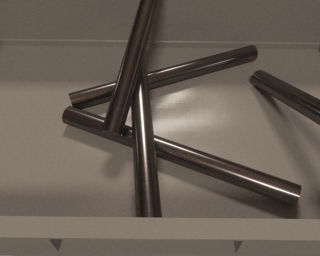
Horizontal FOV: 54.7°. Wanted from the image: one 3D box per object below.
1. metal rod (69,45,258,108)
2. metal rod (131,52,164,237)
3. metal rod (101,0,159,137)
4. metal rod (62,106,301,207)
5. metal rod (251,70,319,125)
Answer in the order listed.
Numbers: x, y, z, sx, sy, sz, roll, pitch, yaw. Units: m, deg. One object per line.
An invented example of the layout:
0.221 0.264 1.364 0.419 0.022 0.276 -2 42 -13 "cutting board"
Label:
0.015 -0.081 0.472 0.302 0.025 0.025 -18 53 -15 "metal rod"
-0.023 -0.018 0.385 0.025 0.025 0.300 -4 50 -4 "metal rod"
-0.024 -0.133 0.412 0.025 0.025 0.299 11 74 9 "metal rod"
0.014 0.029 0.380 0.301 0.025 0.025 19 52 14 "metal rod"
0.188 -0.012 0.344 0.025 0.025 0.300 -12 28 -10 "metal rod"
